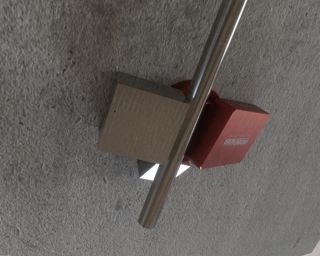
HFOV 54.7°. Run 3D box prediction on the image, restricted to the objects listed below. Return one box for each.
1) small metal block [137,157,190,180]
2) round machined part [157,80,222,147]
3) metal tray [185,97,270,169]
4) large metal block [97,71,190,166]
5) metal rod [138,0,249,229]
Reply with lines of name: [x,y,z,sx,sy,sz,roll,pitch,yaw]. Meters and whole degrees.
small metal block: [0.005,0.050,0.429,0.050,0.025,0.050,17,135,-35]
round machined part: [0.042,-0.011,0.413,0.099,0.042,0.097,-14,124,-21]
metal tray: [0.098,0.008,0.435,0.131,0.030,0.089,2,121,-52]
large metal block: [-0.022,-0.011,0.359,0.081,0.050,0.079,15,112,-15]
metal rod: [0.031,-0.005,0.368,0.025,0.025,0.298,8,112,-32]
